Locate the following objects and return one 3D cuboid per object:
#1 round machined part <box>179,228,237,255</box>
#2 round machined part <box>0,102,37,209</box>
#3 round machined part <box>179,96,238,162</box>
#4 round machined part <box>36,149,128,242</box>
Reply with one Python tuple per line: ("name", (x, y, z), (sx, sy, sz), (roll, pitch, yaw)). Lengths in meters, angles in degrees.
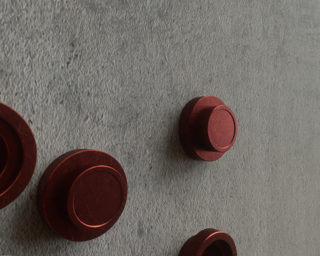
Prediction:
("round machined part", (0.065, 0.194, 0.448), (0.099, 0.042, 0.097), (0, 90, -40))
("round machined part", (-0.160, 0.023, 0.259), (0.099, 0.042, 0.097), (0, 90, -40))
("round machined part", (0.077, 0.001, 0.458), (0.099, 0.042, 0.097), (0, 90, -40))
("round machined part", (-0.075, 0.072, 0.331), (0.099, 0.042, 0.097), (0, 90, -40))
